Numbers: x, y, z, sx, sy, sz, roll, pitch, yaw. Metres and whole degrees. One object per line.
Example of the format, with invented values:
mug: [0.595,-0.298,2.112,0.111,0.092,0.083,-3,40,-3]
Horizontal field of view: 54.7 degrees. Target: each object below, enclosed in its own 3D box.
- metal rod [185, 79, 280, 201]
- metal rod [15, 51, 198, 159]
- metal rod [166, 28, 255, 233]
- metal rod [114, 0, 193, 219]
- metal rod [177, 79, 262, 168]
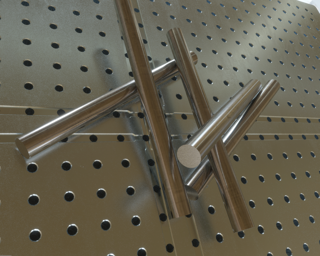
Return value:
metal rod: [0.123,0.001,0.476,0.025,0.025,0.302,45,51,3]
metal rod: [-0.045,-0.046,0.413,0.302,0.025,0.025,-35,82,-39]
metal rod: [0.060,-0.014,0.417,0.025,0.025,0.299,-2,63,-29]
metal rod: [-0.013,-0.037,0.397,0.025,0.025,0.299,-7,74,-32]
metal rod: [0.097,-0.023,0.424,0.025,0.025,0.302,47,35,4]
